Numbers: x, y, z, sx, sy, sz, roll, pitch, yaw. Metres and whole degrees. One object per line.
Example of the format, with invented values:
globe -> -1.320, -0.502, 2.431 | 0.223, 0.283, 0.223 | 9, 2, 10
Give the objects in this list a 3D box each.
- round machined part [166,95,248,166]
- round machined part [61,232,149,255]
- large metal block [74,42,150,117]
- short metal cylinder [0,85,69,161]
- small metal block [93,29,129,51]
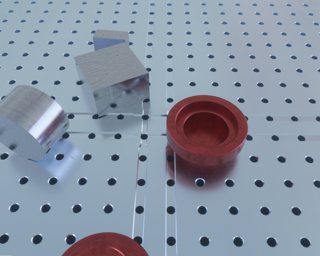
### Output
round machined part -> 0.057, 0.007, 0.391 | 0.099, 0.042, 0.098 | 0, 50, 0
round machined part -> -0.052, 0.141, 0.278 | 0.099, 0.042, 0.098 | 0, 50, 0
large metal block -> -0.069, -0.073, 0.452 | 0.081, 0.050, 0.080 | -22, 54, -17
short metal cylinder -> -0.159, -0.005, 0.375 | 0.080, 0.080, 0.050 | 18, 52, 14
small metal block -> -0.076, -0.127, 0.497 | 0.050, 0.050, 0.025 | 5, 46, 5
